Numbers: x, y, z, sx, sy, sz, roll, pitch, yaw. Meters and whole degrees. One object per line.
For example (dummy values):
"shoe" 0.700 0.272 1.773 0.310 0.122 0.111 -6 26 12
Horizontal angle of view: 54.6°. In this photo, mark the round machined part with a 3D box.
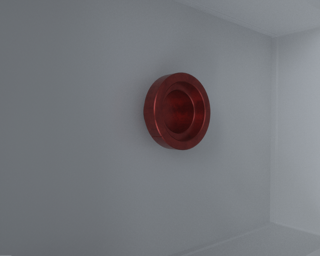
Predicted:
"round machined part" 0.018 -0.021 0.405 0.099 0.042 0.097 0 90 -40
